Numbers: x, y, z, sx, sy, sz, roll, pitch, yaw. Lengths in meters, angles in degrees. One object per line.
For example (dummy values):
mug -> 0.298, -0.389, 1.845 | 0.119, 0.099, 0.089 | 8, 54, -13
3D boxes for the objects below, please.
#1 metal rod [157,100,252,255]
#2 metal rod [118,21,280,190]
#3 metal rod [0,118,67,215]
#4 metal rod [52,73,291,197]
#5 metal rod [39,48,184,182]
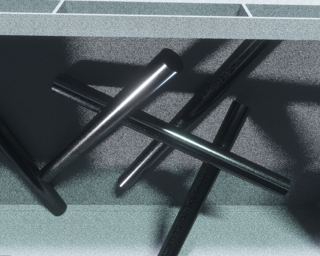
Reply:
metal rod -> 0.044, 0.104, 0.416 | 0.025, 0.025, 0.298 | 21, 101, -17
metal rod -> 0.031, -0.009, 0.401 | 0.025, 0.025, 0.298 | 28, 125, -22
metal rod -> -0.207, 0.027, 0.428 | 0.025, 0.025, 0.299 | -12, 130, 9
metal rod -> 0.016, 0.010, 0.372 | 0.301, 0.025, 0.025 | 25, 127, -3
metal rod -> -0.079, 0.006, 0.367 | 0.025, 0.025, 0.299 | 31, 137, -24
